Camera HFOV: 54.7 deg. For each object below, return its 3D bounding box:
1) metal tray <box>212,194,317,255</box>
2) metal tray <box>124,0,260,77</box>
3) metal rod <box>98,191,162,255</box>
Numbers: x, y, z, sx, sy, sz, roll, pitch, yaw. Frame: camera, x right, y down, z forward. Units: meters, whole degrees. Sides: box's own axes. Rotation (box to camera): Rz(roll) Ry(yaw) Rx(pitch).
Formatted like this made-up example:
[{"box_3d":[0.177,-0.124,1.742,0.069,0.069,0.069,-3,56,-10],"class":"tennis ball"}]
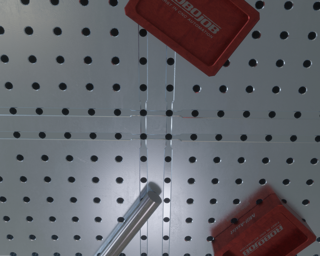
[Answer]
[{"box_3d":[0.157,0.173,0.476,0.090,0.030,0.130,42,104,-14],"class":"metal tray"},{"box_3d":[0.037,-0.133,0.361,0.130,0.030,0.090,34,106,-12],"class":"metal tray"},{"box_3d":[-0.092,0.216,0.492,0.025,0.025,0.299,33,107,-12],"class":"metal rod"}]
